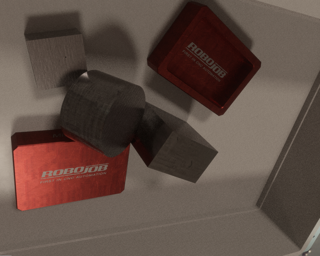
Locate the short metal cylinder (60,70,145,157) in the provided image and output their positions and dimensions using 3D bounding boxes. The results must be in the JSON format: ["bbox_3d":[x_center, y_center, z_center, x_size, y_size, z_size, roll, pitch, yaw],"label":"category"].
[{"bbox_3d":[-0.058,-0.015,0.328,0.080,0.050,0.080,-54,157,-35],"label":"short metal cylinder"}]

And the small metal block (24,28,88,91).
[{"bbox_3d":[-0.103,-0.069,0.311,0.050,0.025,0.050,-15,125,-21],"label":"small metal block"}]

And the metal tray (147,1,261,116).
[{"bbox_3d":[0.059,-0.081,0.389,0.131,0.030,0.090,29,102,-38],"label":"metal tray"}]

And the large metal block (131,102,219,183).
[{"bbox_3d":[0.012,0.017,0.392,0.080,0.080,0.050,25,105,-37],"label":"large metal block"}]

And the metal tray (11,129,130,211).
[{"bbox_3d":[-0.106,0.046,0.377,0.131,0.030,0.089,-5,121,-27],"label":"metal tray"}]
